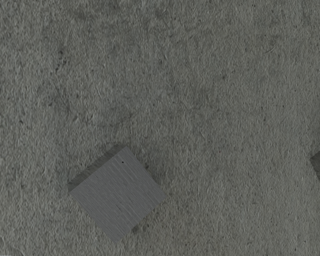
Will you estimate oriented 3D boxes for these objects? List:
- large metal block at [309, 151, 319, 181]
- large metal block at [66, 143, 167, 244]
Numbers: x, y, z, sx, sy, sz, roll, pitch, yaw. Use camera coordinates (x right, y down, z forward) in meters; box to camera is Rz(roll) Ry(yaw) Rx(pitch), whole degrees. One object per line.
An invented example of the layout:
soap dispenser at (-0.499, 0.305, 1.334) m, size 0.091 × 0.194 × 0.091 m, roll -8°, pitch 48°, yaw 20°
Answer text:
large metal block at (0.306, 0.053, 0.492) m, size 0.080 × 0.080 × 0.050 m, roll -32°, pitch 101°, yaw -17°
large metal block at (-0.053, 0.076, 0.376) m, size 0.080 × 0.050 × 0.080 m, roll -40°, pitch 103°, yaw -16°
